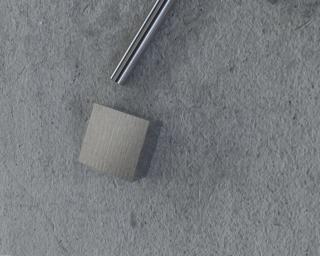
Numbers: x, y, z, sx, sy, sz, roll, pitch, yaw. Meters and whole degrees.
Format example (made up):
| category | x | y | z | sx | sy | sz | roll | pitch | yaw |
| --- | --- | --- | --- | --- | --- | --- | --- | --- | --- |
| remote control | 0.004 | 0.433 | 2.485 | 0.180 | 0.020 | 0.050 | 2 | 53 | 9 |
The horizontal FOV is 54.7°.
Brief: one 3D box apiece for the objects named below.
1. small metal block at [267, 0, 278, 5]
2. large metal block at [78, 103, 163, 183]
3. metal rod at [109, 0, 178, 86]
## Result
| category | x | y | z | sx | sy | sz | roll | pitch | yaw |
| --- | --- | --- | --- | --- | --- | --- | --- | --- | --- |
| small metal block | 0.133 | -0.184 | 0.362 | 0.050 | 0.025 | 0.050 | -47 | 76 | 14 |
| large metal block | -0.051 | 0.018 | 0.413 | 0.080 | 0.050 | 0.080 | 19 | 96 | 18 |
| metal rod | 0.022 | -0.187 | 0.400 | 0.025 | 0.025 | 0.299 | 37 | 101 | 16 |
